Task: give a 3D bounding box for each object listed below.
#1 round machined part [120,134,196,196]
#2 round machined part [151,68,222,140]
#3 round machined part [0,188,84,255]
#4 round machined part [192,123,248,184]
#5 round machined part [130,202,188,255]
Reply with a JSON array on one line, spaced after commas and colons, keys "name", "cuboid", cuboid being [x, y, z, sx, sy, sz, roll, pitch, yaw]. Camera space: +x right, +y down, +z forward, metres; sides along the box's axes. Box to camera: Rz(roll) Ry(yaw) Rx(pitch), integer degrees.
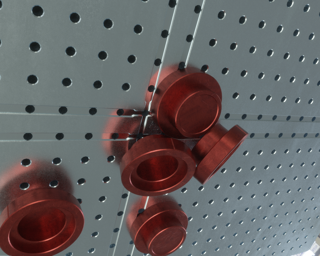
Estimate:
[{"name": "round machined part", "cuboid": [-0.005, 0.046, 0.416, 0.099, 0.042, 0.097, -8, 135, -8]}, {"name": "round machined part", "cuboid": [0.041, -0.026, 0.408, 0.099, 0.042, 0.097, -14, 124, -21]}, {"name": "round machined part", "cuboid": [-0.150, 0.115, 0.390, 0.099, 0.042, 0.097, -14, 125, -21]}, {"name": "round machined part", "cuboid": [0.078, 0.031, 0.445, 0.098, 0.042, 0.098, -44, 164, -16]}, {"name": "round machined part", "cuboid": [0.004, 0.173, 0.512, 0.099, 0.042, 0.097, -14, 125, -21]}]
